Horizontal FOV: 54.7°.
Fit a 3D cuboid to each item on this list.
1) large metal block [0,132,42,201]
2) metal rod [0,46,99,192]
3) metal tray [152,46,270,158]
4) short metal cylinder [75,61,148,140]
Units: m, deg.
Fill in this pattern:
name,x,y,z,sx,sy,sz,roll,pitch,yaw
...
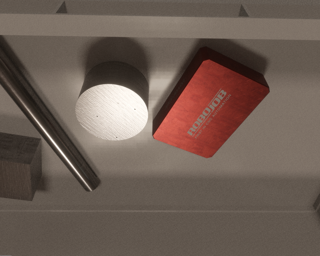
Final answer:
name,x,y,z,sx,sy,sz,roll,pitch,yaw
large metal block,-0.215,0.054,0.435,0.081,0.050,0.079,10,130,-9
metal rod,-0.155,-0.018,0.391,0.025,0.025,0.299,-15,129,12
metal tray,0.058,-0.025,0.385,0.091,0.030,0.129,21,127,-18
short metal cylinder,-0.054,-0.031,0.365,0.081,0.050,0.079,0,130,0
